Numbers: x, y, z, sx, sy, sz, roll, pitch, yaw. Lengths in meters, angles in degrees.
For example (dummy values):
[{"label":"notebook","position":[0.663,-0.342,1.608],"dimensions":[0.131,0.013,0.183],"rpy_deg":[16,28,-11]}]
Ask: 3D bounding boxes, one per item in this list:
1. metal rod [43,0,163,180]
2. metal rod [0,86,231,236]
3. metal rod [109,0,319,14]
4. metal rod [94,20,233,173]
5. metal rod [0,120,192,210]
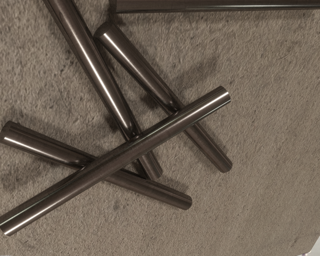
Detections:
[{"label":"metal rod","position":[-0.057,-0.041,0.351],"dimensions":[0.025,0.025,0.299],"rpy_deg":[-32,129,-8]},{"label":"metal rod","position":[-0.046,0.034,0.370],"dimensions":[0.301,0.025,0.025],"rpy_deg":[-31,129,-9]},{"label":"metal rod","position":[0.090,-0.151,0.364],"dimensions":[0.303,0.025,0.025],"rpy_deg":[-10,123,-23]},{"label":"metal rod","position":[0.025,-0.019,0.409],"dimensions":[0.025,0.025,0.300],"rpy_deg":[-44,130,2]},{"label":"metal rod","position":[-0.059,0.063,0.414],"dimensions":[0.301,0.025,0.025],"rpy_deg":[30,101,-38]}]
